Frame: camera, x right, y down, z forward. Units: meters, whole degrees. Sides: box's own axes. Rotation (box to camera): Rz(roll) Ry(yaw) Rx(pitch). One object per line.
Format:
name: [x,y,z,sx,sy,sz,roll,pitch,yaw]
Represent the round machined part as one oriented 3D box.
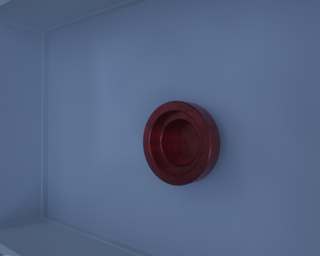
round machined part: [0.029,0.017,0.372,0.098,0.042,0.097,0,90,40]
